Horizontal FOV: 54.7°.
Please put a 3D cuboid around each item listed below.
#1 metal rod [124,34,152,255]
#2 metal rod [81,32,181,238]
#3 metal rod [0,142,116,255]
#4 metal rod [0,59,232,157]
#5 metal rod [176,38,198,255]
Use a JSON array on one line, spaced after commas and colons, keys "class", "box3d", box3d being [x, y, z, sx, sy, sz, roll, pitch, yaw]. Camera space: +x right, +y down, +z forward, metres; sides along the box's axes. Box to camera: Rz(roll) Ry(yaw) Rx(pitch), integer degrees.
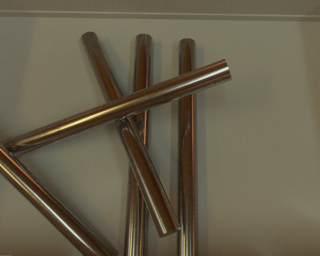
[{"class": "metal rod", "box3d": [-0.026, 0.009, 0.406, 0.025, 0.025, 0.299, 1, 70, 0]}, {"class": "metal rod", "box3d": [-0.047, -0.011, 0.391, 0.025, 0.025, 0.299, -21, 64, -8]}, {"class": "metal rod", "box3d": [-0.170, 0.053, 0.366, 0.300, 0.025, 0.025, 42, 75, 5]}, {"class": "metal rod", "box3d": [-0.064, -0.017, 0.370, 0.301, 0.025, 0.025, -19, 71, 10]}, {"class": "metal rod", "box3d": [0.036, 0.016, 0.404, 0.025, 0.025, 0.299, 2, 70, 0]}]
